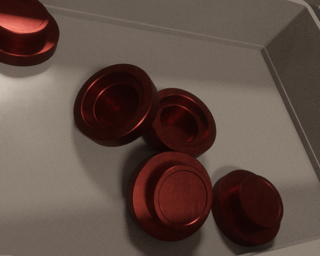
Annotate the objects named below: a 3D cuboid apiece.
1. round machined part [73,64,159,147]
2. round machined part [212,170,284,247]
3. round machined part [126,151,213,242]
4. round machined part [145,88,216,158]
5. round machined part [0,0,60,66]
[{"bbox_3d":[-0.047,-0.023,0.363,0.098,0.042,0.098,-8,64,16],"label":"round machined part"},{"bbox_3d":[0.118,0.099,0.400,0.099,0.042,0.098,14,56,-21],"label":"round machined part"},{"bbox_3d":[0.016,0.074,0.338,0.099,0.042,0.097,3,83,-23],"label":"round machined part"},{"bbox_3d":[0.021,-0.001,0.409,0.099,0.042,0.098,14,56,-21],"label":"round machined part"},{"bbox_3d":[-0.174,-0.127,0.379,0.099,0.042,0.098,14,56,-21],"label":"round machined part"}]
